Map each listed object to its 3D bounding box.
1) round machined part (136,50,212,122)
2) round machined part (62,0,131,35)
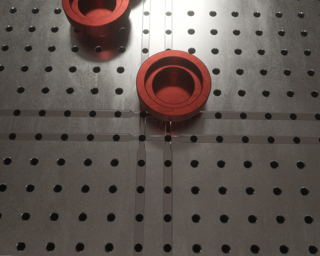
[{"bbox_3d":[0.018,-0.054,0.423,0.099,0.042,0.098,0,70,-1],"label":"round machined part"},{"bbox_3d":[-0.093,-0.181,0.468,0.099,0.042,0.098,0,70,0],"label":"round machined part"}]
